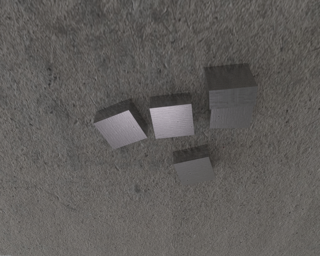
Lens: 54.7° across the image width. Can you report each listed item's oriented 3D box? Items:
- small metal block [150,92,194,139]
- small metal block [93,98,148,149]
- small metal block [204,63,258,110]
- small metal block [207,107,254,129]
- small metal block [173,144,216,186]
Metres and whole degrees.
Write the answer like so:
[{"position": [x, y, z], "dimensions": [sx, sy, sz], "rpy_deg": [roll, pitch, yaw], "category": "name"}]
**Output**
[{"position": [0.016, -0.015, 0.394], "dimensions": [0.050, 0.025, 0.050], "rpy_deg": [-6, 130, 5], "category": "small metal block"}, {"position": [-0.050, -0.004, 0.403], "dimensions": [0.050, 0.025, 0.050], "rpy_deg": [-20, 128, 16], "category": "small metal block"}, {"position": [0.078, -0.048, 0.351], "dimensions": [0.050, 0.050, 0.025], "rpy_deg": [-5, 130, 4], "category": "small metal block"}, {"position": [0.087, -0.027, 0.385], "dimensions": [0.050, 0.025, 0.050], "rpy_deg": [-1, 130, 1], "category": "small metal block"}, {"position": [0.051, 0.055, 0.455], "dimensions": [0.050, 0.025, 0.050], "rpy_deg": [-14, 129, 11], "category": "small metal block"}]
